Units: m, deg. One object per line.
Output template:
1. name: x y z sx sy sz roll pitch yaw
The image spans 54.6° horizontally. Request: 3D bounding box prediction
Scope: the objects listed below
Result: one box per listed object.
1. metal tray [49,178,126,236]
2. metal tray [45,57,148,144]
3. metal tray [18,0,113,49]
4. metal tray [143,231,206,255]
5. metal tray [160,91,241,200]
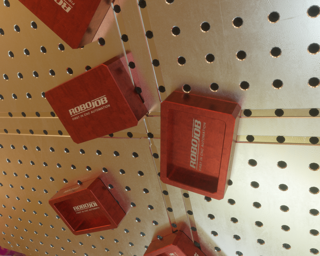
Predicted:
1. metal tray: -0.137 0.149 0.572 0.130 0.030 0.090 -23 106 36
2. metal tray: -0.092 -0.034 0.436 0.130 0.030 0.090 -16 110 34
3. metal tray: -0.124 -0.171 0.369 0.130 0.030 0.090 42 129 -1
4. metal tray: 0.045 0.244 0.535 0.130 0.030 0.090 47 129 -5
5. metal tray: 0.047 0.025 0.398 0.090 0.030 0.129 14 124 20
